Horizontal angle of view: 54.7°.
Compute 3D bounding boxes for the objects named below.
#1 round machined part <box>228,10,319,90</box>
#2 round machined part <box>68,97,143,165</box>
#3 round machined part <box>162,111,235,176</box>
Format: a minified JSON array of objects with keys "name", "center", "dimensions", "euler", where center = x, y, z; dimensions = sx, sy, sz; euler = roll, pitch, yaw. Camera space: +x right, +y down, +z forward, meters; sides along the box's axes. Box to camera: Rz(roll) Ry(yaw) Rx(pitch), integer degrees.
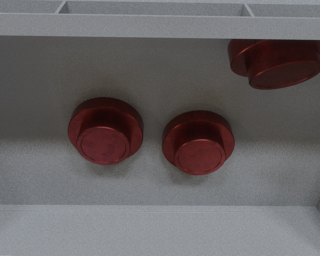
[{"name":"round machined part","center":[0.120,-0.069,0.308],"dimensions":[0.099,0.042,0.098],"euler":[-6,166,-1]},{"name":"round machined part","center":[-0.071,0.011,0.407],"dimensions":[0.099,0.042,0.097],"euler":[0,130,0]},{"name":"round machined part","center":[0.052,0.027,0.421],"dimensions":[0.099,0.042,0.097],"euler":[0,130,0]}]
